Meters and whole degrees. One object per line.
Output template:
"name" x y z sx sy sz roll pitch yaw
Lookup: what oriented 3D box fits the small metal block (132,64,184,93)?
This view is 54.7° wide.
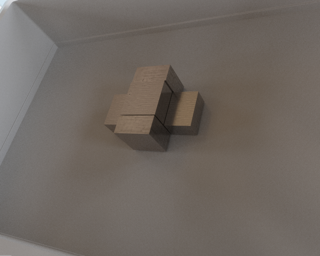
"small metal block" -0.001 -0.059 0.424 0.050 0.050 0.025 1 62 28

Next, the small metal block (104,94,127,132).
"small metal block" -0.045 -0.021 0.439 0.050 0.025 0.050 1 62 28

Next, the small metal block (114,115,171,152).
"small metal block" -0.021 0.007 0.393 0.050 0.050 0.025 1 62 28

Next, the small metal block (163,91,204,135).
"small metal block" 0.026 -0.019 0.402 0.050 0.025 0.050 1 62 28

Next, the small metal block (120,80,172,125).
"small metal block" -0.017 -0.032 0.399 0.050 0.025 0.050 1 62 28
